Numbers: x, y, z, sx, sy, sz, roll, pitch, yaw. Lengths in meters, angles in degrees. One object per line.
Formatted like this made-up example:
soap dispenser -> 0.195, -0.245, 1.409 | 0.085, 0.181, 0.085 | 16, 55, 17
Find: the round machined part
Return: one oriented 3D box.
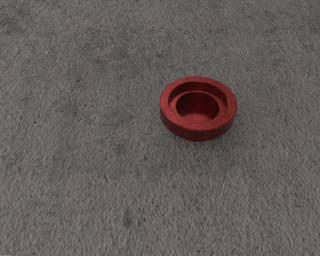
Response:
round machined part -> 0.049, -0.021, 0.410 | 0.099, 0.042, 0.098 | 0, 50, 0
